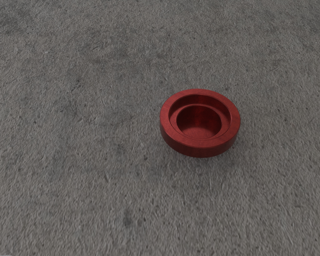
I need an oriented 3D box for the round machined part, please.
[{"bbox_3d":[0.049,-0.002,0.394,0.099,0.042,0.098,0,50,0],"label":"round machined part"}]
